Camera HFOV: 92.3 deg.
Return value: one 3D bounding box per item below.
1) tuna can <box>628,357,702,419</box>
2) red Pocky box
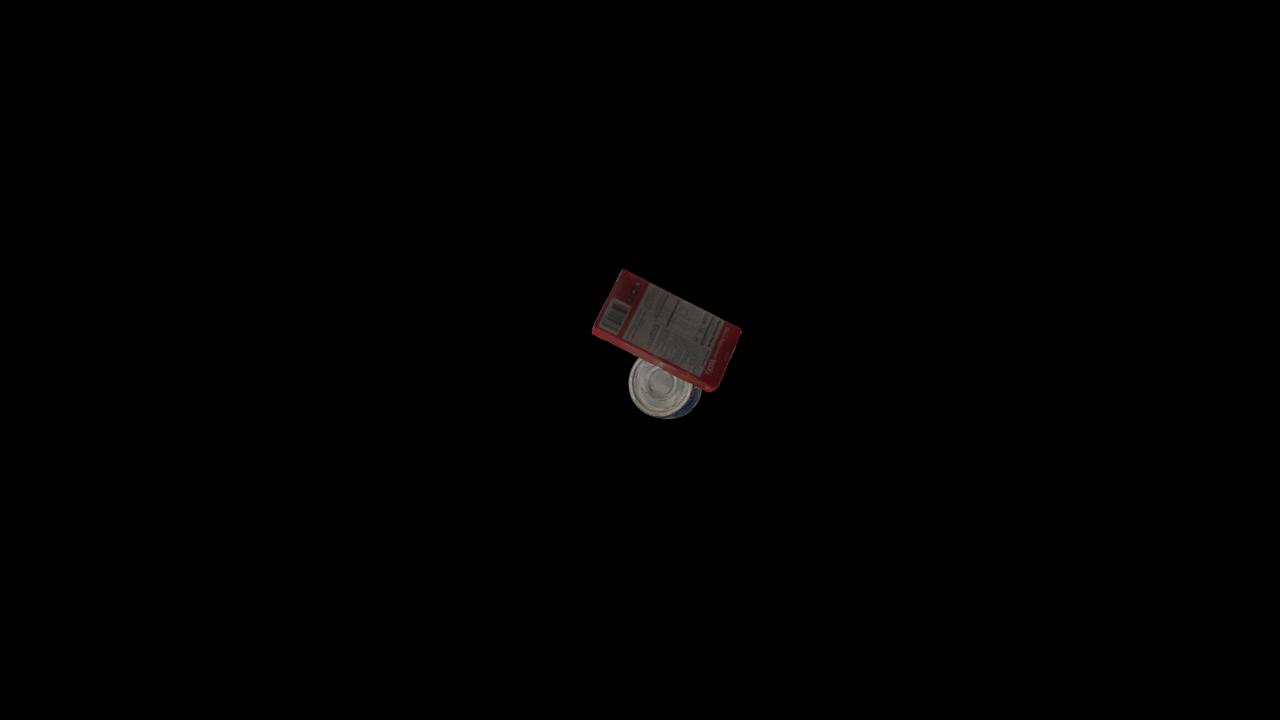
[{"bbox_3d":[0.029,0.028,0.724,0.084,0.084,0.034,0,-7,23],"label":"tuna can"},{"bbox_3d":[0.031,-0.032,0.696,0.155,0.083,0.028,27,-21,-3],"label":"red Pocky box"}]
